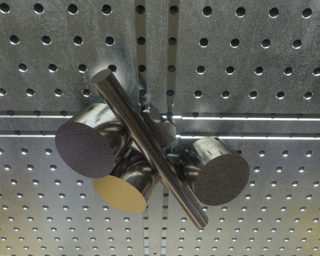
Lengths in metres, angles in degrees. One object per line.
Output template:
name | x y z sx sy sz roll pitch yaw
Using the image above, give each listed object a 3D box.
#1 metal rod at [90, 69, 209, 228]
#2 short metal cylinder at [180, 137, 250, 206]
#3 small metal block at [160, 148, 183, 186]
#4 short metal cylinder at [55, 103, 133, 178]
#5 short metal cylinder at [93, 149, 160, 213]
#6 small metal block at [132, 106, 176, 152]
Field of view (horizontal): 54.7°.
metal rod | 0.002 0.048 0.414 0.025 0.025 0.299 -20 127 16
short metal cylinder | 0.074 0.059 0.424 0.081 0.050 0.079 -8 116 -17
small metal block | 0.023 0.064 0.462 0.050 0.025 0.050 -33 123 24
short metal cylinder | -0.081 0.015 0.385 0.080 0.050 0.079 11 123 17
short metal cylinder | -0.046 0.074 0.435 0.080 0.050 0.079 16 137 16
small metal block | -0.014 0.006 0.412 0.050 0.025 0.050 -36 122 26
